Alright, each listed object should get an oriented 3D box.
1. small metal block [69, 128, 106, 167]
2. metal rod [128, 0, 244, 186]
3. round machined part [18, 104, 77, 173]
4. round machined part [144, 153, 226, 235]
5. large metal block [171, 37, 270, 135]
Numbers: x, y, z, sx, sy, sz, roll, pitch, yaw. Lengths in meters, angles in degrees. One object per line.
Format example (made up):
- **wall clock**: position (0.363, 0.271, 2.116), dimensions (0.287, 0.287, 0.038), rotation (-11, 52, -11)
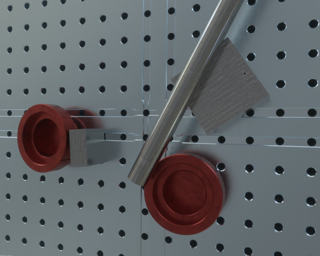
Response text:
- **small metal block**: position (-0.101, 0.026, 0.434), dimensions (0.025, 0.050, 0.050), rotation (-3, 89, 18)
- **metal rod**: position (0.041, -0.068, 0.344), dimensions (0.025, 0.025, 0.299), rotation (30, 100, 17)
- **round machined part**: position (-0.159, 0.014, 0.455), dimensions (0.098, 0.042, 0.097), rotation (1, 91, 28)
- **round machined part**: position (0.033, 0.080, 0.392), dimensions (0.098, 0.042, 0.097), rotation (0, 90, 20)
- **large metal block**: position (0.074, -0.047, 0.373), dimensions (0.080, 0.050, 0.080), rotation (-35, 79, 16)
